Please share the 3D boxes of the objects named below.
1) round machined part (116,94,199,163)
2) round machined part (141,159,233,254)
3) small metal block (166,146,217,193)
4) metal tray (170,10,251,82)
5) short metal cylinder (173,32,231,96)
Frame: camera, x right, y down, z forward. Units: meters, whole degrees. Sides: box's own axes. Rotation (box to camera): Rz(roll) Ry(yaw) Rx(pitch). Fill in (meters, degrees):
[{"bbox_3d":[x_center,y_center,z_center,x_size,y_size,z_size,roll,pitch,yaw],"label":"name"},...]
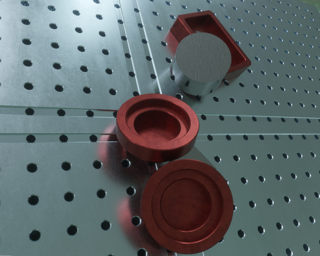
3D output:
[{"bbox_3d":[-0.004,0.004,0.380,0.099,0.042,0.098,5,44,-5],"label":"round machined part"},{"bbox_3d":[0.027,0.085,0.345,0.099,0.042,0.097,1,79,-6],"label":"round machined part"},{"bbox_3d":[0.036,0.053,0.397,0.050,0.025,0.050,46,51,4],"label":"small metal block"},{"bbox_3d":[0.090,-0.144,0.543,0.091,0.030,0.130,-25,75,-37],"label":"metal tray"},{"bbox_3d":[0.061,-0.095,0.466,0.081,0.050,0.080,1,74,-4],"label":"short metal cylinder"}]
